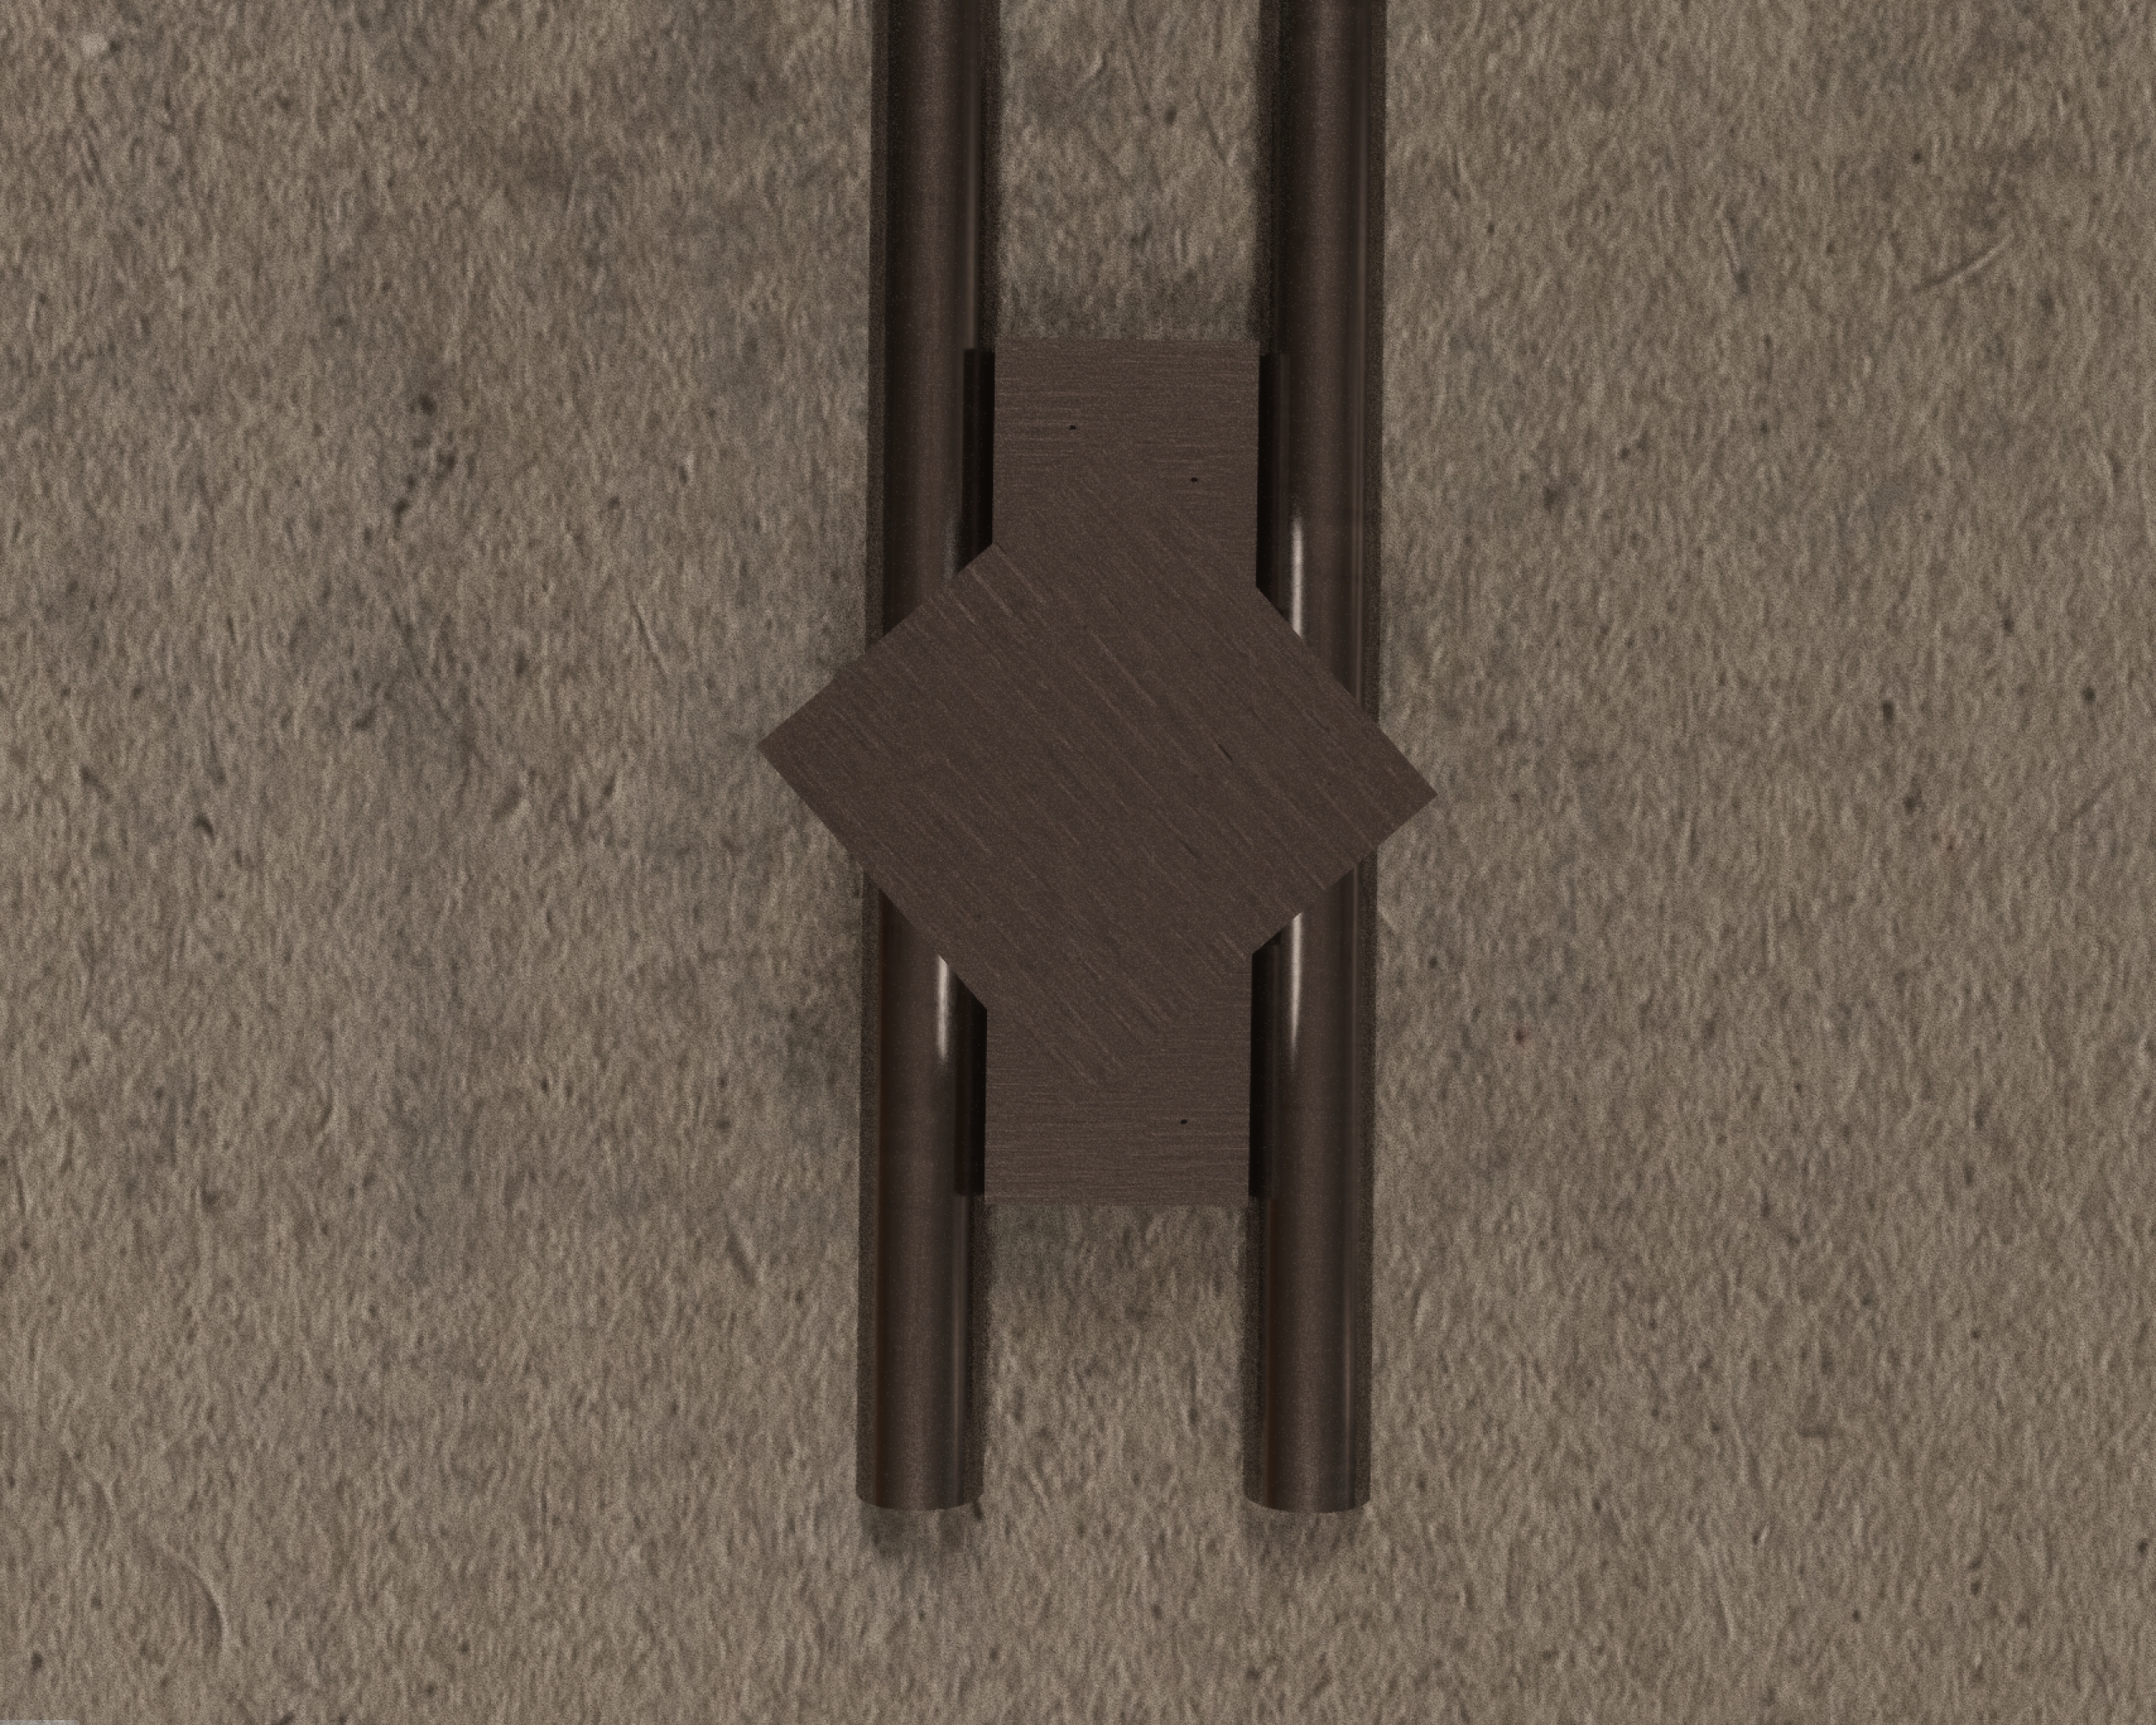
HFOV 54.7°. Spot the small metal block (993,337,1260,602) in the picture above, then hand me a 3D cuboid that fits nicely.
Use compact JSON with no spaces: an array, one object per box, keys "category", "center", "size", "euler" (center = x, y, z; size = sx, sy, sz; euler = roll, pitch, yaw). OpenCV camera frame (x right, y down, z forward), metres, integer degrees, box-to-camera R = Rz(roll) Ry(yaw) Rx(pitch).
[{"category":"small metal block","center":[0.009,-0.075,0.410],"size":[0.050,0.025,0.050],"euler":[1,90,-1]}]

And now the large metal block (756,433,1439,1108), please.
[{"category":"large metal block","center":[0.003,-0.015,0.372],"size":[0.080,0.050,0.080],"euler":[-41,91,0]}]

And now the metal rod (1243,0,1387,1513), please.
[{"category":"metal rod","center":[0.047,-0.024,0.412],"size":[0.025,0.025,0.298],"euler":[1,90,-1]}]

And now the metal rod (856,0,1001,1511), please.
[{"category":"metal rod","center":[-0.029,-0.025,0.411],"size":[0.025,0.025,0.298],"euler":[1,90,-1]}]

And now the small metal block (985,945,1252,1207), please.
[{"category":"small metal block","center":[0.008,0.041,0.410],"size":[0.050,0.025,0.050],"euler":[1,90,-1]}]
